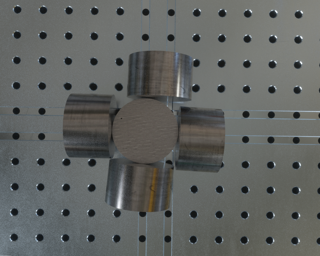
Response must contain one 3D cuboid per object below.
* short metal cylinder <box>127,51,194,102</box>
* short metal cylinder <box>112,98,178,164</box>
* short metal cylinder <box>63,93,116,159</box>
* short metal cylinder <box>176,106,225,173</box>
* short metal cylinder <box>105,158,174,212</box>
[{"bbox_3d":[0.000,-0.061,0.385,0.081,0.080,0.050,3,90,0],"label":"short metal cylinder"},{"bbox_3d":[-0.018,0.004,0.401,0.081,0.050,0.080,0,90,-2],"label":"short metal cylinder"},{"bbox_3d":[-0.084,-0.003,0.385,0.050,0.080,0.079,2,90,-1],"label":"short metal cylinder"},{"bbox_3d":[0.047,0.014,0.386,0.050,0.080,0.080,4,90,0],"label":"short metal cylinder"},{"bbox_3d":[-0.025,0.068,0.384,0.080,0.080,0.050,6,90,0],"label":"short metal cylinder"}]
